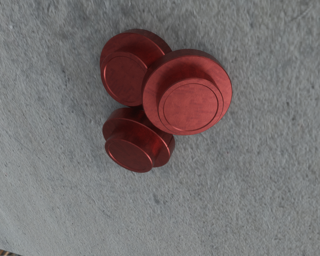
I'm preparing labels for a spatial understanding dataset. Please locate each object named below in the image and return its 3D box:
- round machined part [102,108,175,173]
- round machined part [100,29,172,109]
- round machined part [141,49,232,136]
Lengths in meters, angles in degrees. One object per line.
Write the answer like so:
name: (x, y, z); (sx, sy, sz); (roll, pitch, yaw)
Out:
round machined part: (-0.033, 0.023, 0.408); (0.098, 0.042, 0.097); (17, 143, 14)
round machined part: (-0.031, -0.065, 0.371); (0.098, 0.042, 0.097); (13, 124, 20)
round machined part: (0.030, -0.031, 0.333); (0.099, 0.042, 0.097); (-3, 124, -4)
